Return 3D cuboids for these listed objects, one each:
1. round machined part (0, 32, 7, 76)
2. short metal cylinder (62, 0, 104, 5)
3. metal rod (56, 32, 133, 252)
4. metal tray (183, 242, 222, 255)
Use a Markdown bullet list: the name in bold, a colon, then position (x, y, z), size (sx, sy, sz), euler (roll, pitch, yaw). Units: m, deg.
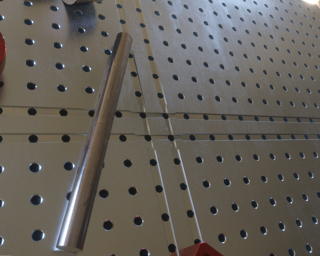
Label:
- **round machined part**: position (-0.218, -0.077, 0.327), size (0.099, 0.042, 0.098), euler (14, 56, -21)
- **short metal cylinder**: position (-0.115, -0.223, 0.447), size (0.050, 0.080, 0.080), euler (-25, 75, -37)
- **metal rod**: position (-0.069, -0.009, 0.376), size (0.025, 0.025, 0.300), euler (19, 54, -17)
- **metal tray**: position (0.070, 0.195, 0.323), size (0.130, 0.030, 0.090), euler (38, 51, -3)
